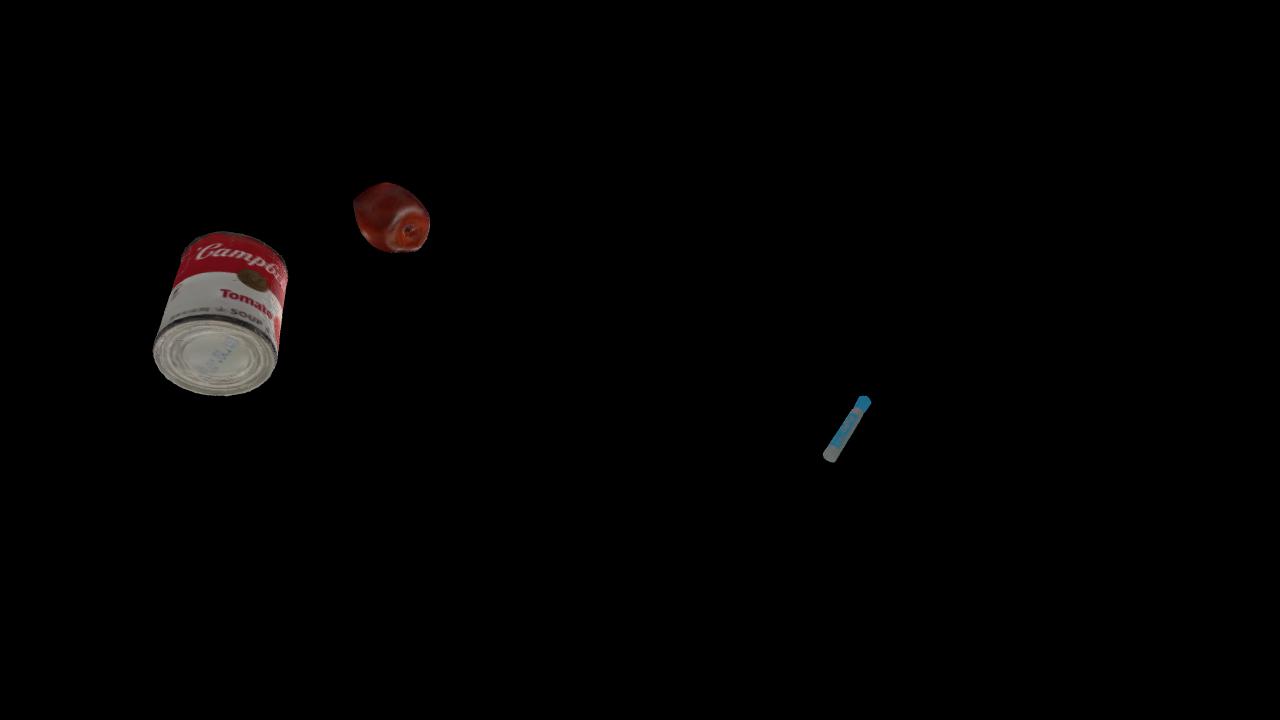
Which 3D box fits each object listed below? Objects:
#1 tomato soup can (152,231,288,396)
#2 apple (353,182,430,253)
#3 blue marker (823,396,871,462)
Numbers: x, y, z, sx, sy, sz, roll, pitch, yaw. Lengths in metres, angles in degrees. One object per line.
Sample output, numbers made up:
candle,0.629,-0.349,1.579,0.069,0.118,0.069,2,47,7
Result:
tomato soup can,-0.284,-0.033,0.422,0.068,0.068,0.101,0,42,-24
apple,-0.293,-0.168,0.724,0.093,0.079,0.079,33,17,29
blue marker,0.287,0.092,0.847,0.020,0.020,0.121,0,39,50
